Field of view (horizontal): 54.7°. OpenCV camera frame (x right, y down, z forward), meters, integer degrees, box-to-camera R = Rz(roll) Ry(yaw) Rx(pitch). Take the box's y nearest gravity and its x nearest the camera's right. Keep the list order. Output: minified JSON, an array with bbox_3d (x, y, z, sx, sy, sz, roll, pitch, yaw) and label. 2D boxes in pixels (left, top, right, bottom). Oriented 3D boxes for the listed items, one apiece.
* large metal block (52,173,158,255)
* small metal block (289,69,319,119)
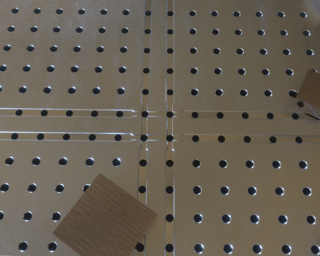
[{"bbox_3d":[-0.059,0.112,0.357,0.080,0.050,0.080,33,73,11],"label":"large metal block"},{"bbox_3d":[0.217,-0.046,0.430,0.050,0.025,0.050,27,72,9],"label":"small metal block"}]
